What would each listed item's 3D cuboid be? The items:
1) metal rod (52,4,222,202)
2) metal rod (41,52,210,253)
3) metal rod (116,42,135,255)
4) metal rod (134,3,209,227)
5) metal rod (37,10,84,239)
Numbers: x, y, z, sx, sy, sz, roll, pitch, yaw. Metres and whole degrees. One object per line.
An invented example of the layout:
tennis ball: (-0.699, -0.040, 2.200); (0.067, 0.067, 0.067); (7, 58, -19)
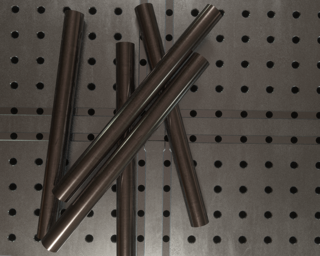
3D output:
metal rod: (-0.028, -0.031, 0.386); (0.025, 0.025, 0.300); (40, 90, -1)
metal rod: (-0.042, 0.030, 0.386); (0.025, 0.025, 0.300); (39, 90, -1)
metal rod: (-0.046, 0.038, 0.412); (0.025, 0.025, 0.298); (0, 90, -1)
metal rod: (0.016, -0.017, 0.413); (0.025, 0.025, 0.298); (-15, 90, 0)
metal rod: (-0.132, -0.004, 0.411); (0.025, 0.025, 0.298); (7, 90, -1)
